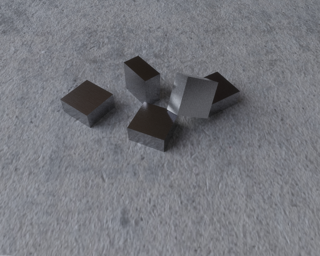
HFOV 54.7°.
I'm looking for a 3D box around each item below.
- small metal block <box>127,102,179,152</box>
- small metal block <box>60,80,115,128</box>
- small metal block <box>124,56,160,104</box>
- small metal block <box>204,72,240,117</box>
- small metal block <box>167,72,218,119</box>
[{"bbox_3d":[-0.008,-0.002,0.405,0.050,0.025,0.050,18,52,14],"label":"small metal block"},{"bbox_3d":[-0.100,-0.035,0.431,0.050,0.025,0.050,30,56,22],"label":"small metal block"},{"bbox_3d":[-0.025,-0.066,0.442,0.025,0.050,0.050,-31,57,-24],"label":"small metal block"},{"bbox_3d":[0.077,-0.050,0.446,0.050,0.025,0.050,-25,55,-20],"label":"small metal block"},{"bbox_3d":[0.042,-0.042,0.403,0.050,0.050,0.025,4,18,-34],"label":"small metal block"}]
